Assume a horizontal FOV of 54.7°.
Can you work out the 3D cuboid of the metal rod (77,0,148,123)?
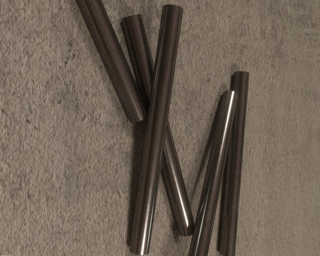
[{"bbox_3d":[-0.079,-0.144,0.339,0.025,0.025,0.299,-35,112,-35],"label":"metal rod"}]

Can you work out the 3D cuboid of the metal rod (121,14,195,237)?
[{"bbox_3d":[0.002,0.006,0.408,0.025,0.025,0.298,-24,106,-38],"label":"metal rod"}]

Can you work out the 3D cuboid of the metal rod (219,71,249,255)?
[{"bbox_3d":[0.123,0.055,0.510,0.025,0.025,0.298,10,84,-40],"label":"metal rod"}]

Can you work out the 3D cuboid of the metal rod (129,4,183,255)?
[{"bbox_3d":[-0.005,0.005,0.377,0.025,0.025,0.298,5,95,-40],"label":"metal rod"}]

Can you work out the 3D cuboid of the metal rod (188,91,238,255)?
[{"bbox_3d":[0.076,0.079,0.448,0.025,0.025,0.299,33,63,-36],"label":"metal rod"}]
